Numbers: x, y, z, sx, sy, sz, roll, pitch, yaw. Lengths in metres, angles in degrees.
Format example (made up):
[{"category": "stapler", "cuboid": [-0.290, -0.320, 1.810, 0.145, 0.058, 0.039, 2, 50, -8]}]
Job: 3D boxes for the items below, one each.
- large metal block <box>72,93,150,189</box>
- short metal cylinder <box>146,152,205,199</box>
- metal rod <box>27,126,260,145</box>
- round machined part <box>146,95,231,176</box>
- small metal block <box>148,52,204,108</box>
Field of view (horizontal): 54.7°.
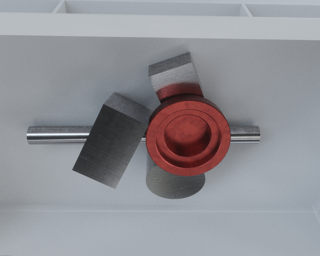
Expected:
[{"category": "large metal block", "cuboid": [-0.053, 0.011, 0.360, 0.050, 0.080, 0.080, 26, 103, -7]}, {"category": "short metal cylinder", "cuboid": [0.021, 0.056, 0.437, 0.081, 0.050, 0.079, 0, 130, 0]}, {"category": "metal rod", "cuboid": [-0.021, 0.009, 0.413, 0.302, 0.025, 0.025, 0, 130, -1]}, {"category": "round machined part", "cuboid": [0.033, 0.006, 0.377, 0.099, 0.042, 0.097, 0, 113, 0]}, {"category": "small metal block", "cuboid": [0.019, -0.054, 0.362, 0.050, 0.025, 0.050, -16, 129, 13]}]
